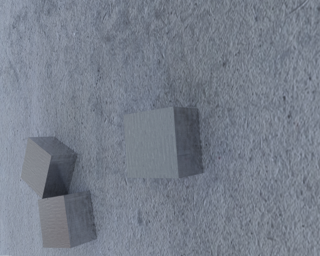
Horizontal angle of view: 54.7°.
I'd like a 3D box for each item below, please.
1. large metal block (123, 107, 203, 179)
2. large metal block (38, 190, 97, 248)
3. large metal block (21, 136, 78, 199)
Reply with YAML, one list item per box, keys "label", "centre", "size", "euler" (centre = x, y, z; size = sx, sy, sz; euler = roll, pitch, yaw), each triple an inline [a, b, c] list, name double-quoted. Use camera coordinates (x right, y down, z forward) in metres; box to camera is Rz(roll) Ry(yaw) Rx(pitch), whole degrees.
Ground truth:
- label: "large metal block"
  centre: [0.003, 0.019, 0.386]
  size: [0.080, 0.050, 0.080]
  euler: [-7, 86, 40]
- label: "large metal block"
  centre: [-0.156, 0.152, 0.518]
  size: [0.080, 0.050, 0.080]
  euler: [-17, 79, 38]
- label: "large metal block"
  centre: [-0.200, 0.068, 0.554]
  size: [0.080, 0.050, 0.079]
  euler: [27, 107, 37]
